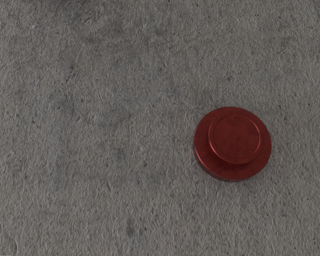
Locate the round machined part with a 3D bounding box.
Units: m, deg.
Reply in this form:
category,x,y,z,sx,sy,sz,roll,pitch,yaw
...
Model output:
category,x,y,z,sx,sy,sz,roll,pitch,yaw
round machined part,0.093,0.017,0.393,0.099,0.042,0.098,0,70,0
